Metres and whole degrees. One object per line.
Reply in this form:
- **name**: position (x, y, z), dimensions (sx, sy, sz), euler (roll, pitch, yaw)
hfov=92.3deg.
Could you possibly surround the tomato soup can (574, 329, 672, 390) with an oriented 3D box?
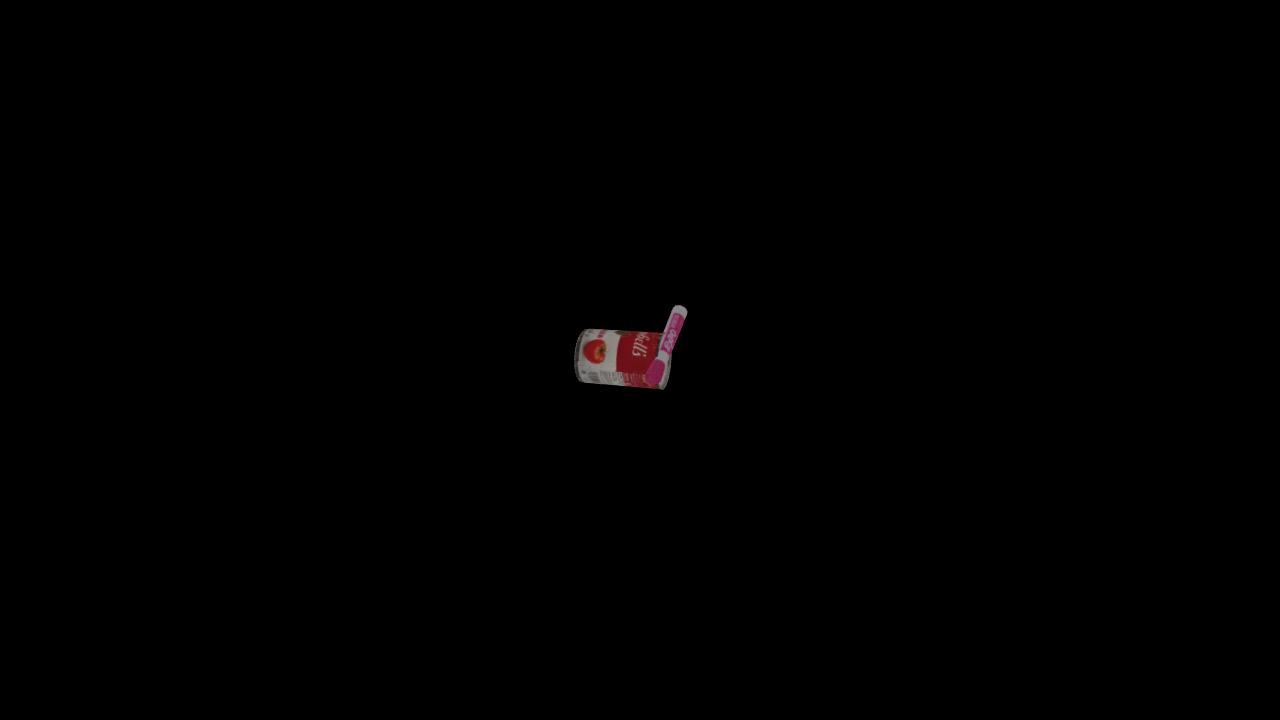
- **tomato soup can**: position (-0.019, -0.002, 0.727), dimensions (0.101, 0.068, 0.068), euler (4, 1, 16)

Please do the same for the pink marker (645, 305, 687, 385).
- **pink marker**: position (0.030, -0.018, 0.705), dimensions (0.020, 0.020, 0.121), euler (0, 44, 25)
